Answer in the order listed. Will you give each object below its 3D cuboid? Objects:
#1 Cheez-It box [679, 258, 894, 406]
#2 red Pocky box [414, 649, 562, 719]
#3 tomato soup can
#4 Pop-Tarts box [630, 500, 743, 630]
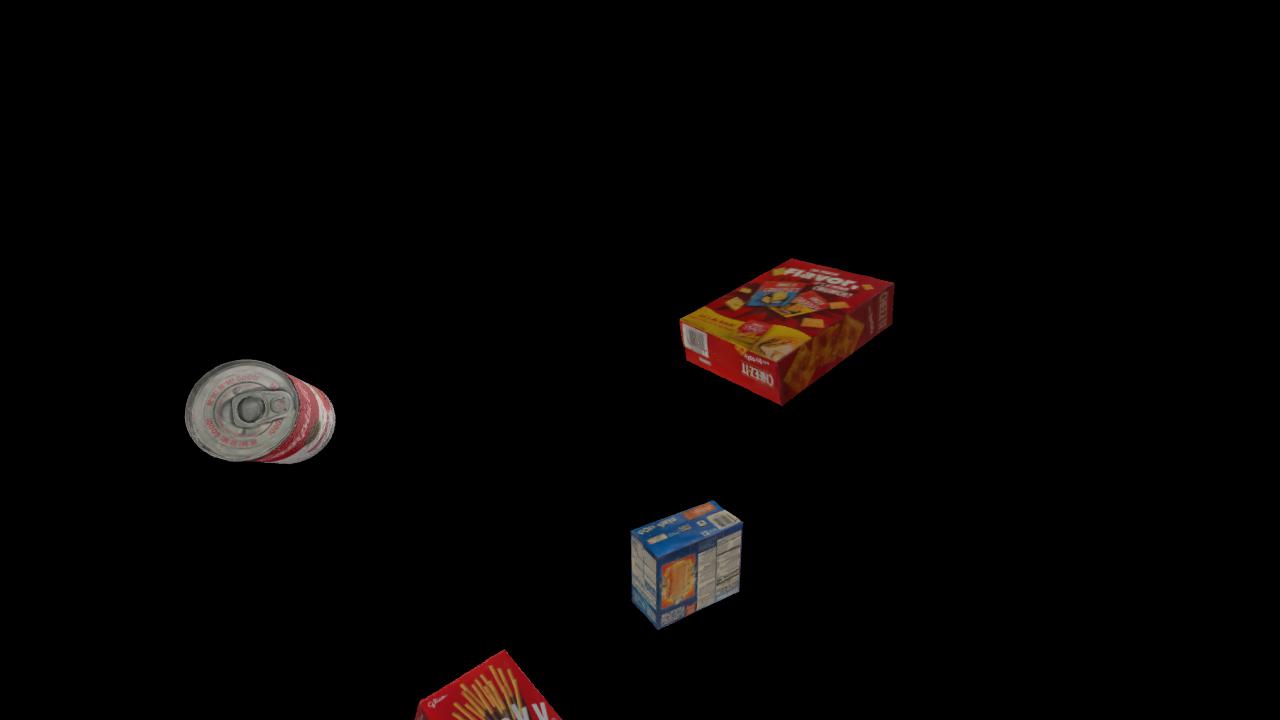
[{"bbox_3d":[0.187,-0.048,0.784,0.223,0.071,0.166,-31,36,-27],"label":"Cheez-It box"},{"bbox_3d":[-0.090,0.295,0.453,0.155,0.028,0.083,35,30,30],"label":"red Pocky box"},{"bbox_3d":[-0.270,0.042,0.449,0.068,0.068,0.101,0,-11,-13],"label":"tomato soup can"},{"bbox_3d":[0.076,0.329,1.001,0.167,0.141,0.083,-12,23,-28],"label":"Pop-Tarts box"}]
